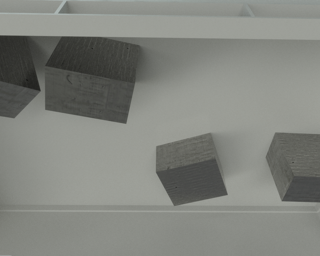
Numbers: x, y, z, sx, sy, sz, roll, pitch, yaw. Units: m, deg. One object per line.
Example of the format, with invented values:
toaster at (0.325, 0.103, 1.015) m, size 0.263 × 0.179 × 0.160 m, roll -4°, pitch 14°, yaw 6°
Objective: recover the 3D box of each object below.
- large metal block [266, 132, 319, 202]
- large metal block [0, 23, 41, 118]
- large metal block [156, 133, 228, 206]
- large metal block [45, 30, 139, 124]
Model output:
large metal block at (0.200, 0.052, 0.419) m, size 0.081 × 0.080 × 0.050 m, roll 2°, pitch 130°, yaw -2°
large metal block at (-0.173, -0.062, 0.299) m, size 0.050 × 0.080 × 0.080 m, roll -36°, pitch 153°, yaw 27°
large metal block at (0.046, 0.061, 0.445) m, size 0.080 × 0.050 × 0.080 m, roll -15°, pitch 129°, yaw 12°
large metal block at (-0.068, -0.055, 0.325) m, size 0.081 × 0.080 × 0.050 m, roll 10°, pitch 129°, yaw -9°
